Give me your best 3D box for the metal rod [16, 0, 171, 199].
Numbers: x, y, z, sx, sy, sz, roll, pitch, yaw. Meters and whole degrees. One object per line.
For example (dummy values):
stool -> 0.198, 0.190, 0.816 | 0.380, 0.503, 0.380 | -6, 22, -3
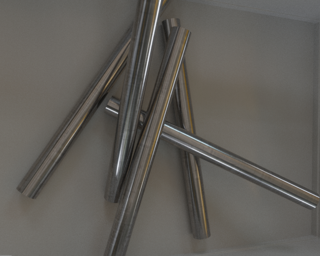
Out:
metal rod -> -0.075, -0.050, 0.383 | 0.025, 0.025, 0.300 | 36, 78, -17

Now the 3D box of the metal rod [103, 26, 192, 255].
metal rod -> -0.017, 0.027, 0.368 | 0.025, 0.025, 0.298 | 17, 89, -20

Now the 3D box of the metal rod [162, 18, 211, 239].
metal rod -> 0.037, 0.003, 0.425 | 0.025, 0.025, 0.298 | -10, 93, -20

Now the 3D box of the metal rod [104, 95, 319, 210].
metal rod -> 0.071, 0.034, 0.403 | 0.301, 0.025, 0.025 | 25, 81, -6

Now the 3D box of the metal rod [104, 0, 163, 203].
metal rod -> -0.027, -0.048, 0.338 | 0.025, 0.025, 0.298 | 5, 113, -20
